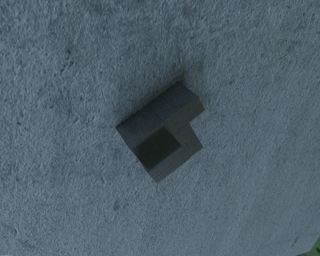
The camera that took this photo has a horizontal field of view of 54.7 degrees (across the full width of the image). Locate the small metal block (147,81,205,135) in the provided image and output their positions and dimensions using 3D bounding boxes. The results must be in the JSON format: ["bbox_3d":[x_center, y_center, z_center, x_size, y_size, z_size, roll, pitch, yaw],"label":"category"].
[{"bbox_3d":[0.019,-0.026,0.387,0.050,0.050,0.025,-37,130,-4],"label":"small metal block"}]

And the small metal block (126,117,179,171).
[{"bbox_3d":[-0.009,0.022,0.418,0.050,0.025,0.050,-37,130,-4],"label":"small metal block"}]

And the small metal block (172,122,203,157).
[{"bbox_3d":[0.026,0.005,0.411,0.025,0.050,0.050,-37,130,-4],"label":"small metal block"}]

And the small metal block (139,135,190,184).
[{"bbox_3d":[0.000,0.032,0.381,0.050,0.050,0.025,-37,130,-4],"label":"small metal block"}]

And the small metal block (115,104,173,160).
[{"bbox_3d":[-0.021,0.004,0.384,0.050,0.050,0.025,-37,130,-4],"label":"small metal block"}]
